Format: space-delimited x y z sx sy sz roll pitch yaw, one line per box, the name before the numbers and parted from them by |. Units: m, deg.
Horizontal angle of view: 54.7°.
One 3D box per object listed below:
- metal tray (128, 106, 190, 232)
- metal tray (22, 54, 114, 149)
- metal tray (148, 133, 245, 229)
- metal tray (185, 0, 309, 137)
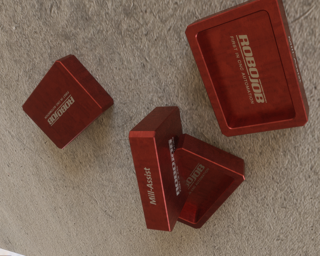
metal tray | 0.004 0.048 0.381 0.030 0.090 0.129 0 112 22
metal tray | -0.139 -0.034 0.456 0.090 0.030 0.129 49 129 -7
metal tray | 0.042 0.076 0.415 0.090 0.030 0.129 24 129 -4
metal tray | 0.091 -0.058 0.319 0.090 0.030 0.129 -11 113 32
